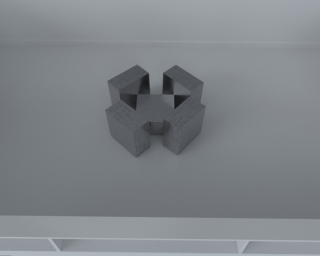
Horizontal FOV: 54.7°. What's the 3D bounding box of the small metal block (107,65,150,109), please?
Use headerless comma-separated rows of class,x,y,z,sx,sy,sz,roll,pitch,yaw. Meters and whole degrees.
small metal block,-0.041,-0.052,0.429,0.050,0.050,0.025,-35,58,-25

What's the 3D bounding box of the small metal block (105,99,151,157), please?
small metal block,-0.039,0.001,0.386,0.025,0.050,0.050,-38,59,-26

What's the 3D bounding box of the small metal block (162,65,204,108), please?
small metal block,0.030,-0.051,0.429,0.025,0.050,0.050,-37,60,-28

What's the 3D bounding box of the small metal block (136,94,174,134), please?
small metal block,-0.006,-0.019,0.418,0.050,0.025,0.050,1,50,0

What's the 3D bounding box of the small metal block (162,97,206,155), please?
small metal block,0.030,-0.003,0.388,0.025,0.050,0.050,34,57,24
